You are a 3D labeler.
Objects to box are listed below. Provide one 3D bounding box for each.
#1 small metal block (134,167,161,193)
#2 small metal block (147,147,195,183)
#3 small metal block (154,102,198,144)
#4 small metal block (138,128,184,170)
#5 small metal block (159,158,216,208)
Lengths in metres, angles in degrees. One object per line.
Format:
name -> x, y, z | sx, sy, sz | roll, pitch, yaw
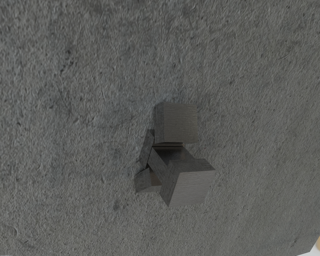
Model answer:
small metal block -> -0.003, 0.073, 0.438 | 0.050, 0.025, 0.050 | 2, 158, -30
small metal block -> 0.019, 0.048, 0.401 | 0.050, 0.050, 0.025 | 2, 117, -30
small metal block -> 0.021, -0.005, 0.403 | 0.050, 0.025, 0.050 | 3, 81, -30
small metal block -> 0.003, 0.029, 0.431 | 0.050, 0.025, 0.050 | 2, 117, -30
small metal block -> 0.032, 0.065, 0.371 | 0.050, 0.025, 0.050 | 1, 118, -29
